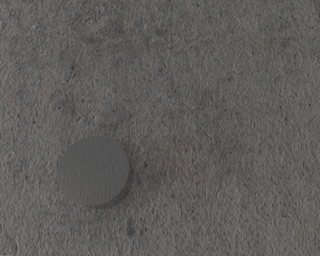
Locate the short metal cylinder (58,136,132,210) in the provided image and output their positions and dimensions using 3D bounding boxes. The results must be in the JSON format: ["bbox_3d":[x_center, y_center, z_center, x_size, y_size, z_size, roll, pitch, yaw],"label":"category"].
[{"bbox_3d":[-0.075,0.055,0.374,0.080,0.050,0.080,0,70,0],"label":"short metal cylinder"}]
